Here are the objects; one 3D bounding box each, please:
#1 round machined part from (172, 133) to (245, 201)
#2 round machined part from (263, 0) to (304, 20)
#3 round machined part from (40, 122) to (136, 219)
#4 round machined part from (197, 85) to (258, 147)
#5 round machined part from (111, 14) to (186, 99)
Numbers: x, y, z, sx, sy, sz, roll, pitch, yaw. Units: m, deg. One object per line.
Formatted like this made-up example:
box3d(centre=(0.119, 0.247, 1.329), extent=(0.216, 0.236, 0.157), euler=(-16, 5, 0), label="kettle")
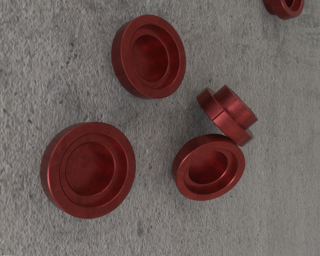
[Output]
box3d(centre=(0.063, 0.049, 0.426), extent=(0.099, 0.042, 0.097), euler=(-8, 121, -13), label="round machined part")
box3d(centre=(0.230, -0.253, 0.585), extent=(0.099, 0.042, 0.097), euler=(0, 90, -40), label="round machined part")
box3d(centre=(-0.078, 0.042, 0.329), extent=(0.099, 0.042, 0.097), euler=(0, 90, -40), label="round machined part")
box3d(centre=(0.101, -0.023, 0.440), extent=(0.042, 0.098, 0.098), euler=(-44, 126, 17), label="round machined part")
box3d(centre=(-0.017, -0.083, 0.379), extent=(0.099, 0.042, 0.097), euler=(0, 90, -40), label="round machined part")
